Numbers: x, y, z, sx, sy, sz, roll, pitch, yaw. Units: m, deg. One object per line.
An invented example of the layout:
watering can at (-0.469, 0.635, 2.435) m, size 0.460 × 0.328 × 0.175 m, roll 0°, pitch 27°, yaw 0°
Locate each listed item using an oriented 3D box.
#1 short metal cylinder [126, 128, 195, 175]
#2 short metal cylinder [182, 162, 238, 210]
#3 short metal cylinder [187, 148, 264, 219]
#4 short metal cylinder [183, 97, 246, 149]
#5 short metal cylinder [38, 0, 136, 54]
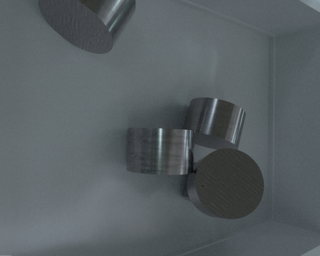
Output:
short metal cylinder at (0.001, 0.026, 0.373) m, size 0.081 × 0.080 × 0.050 m, roll 4°, pitch 88°, yaw -40°
short metal cylinder at (0.077, 0.086, 0.438) m, size 0.080 × 0.080 × 0.050 m, roll 31°, pitch 71°, yaw -36°
short metal cylinder at (0.077, 0.068, 0.376) m, size 0.081 × 0.050 × 0.080 m, roll 2°, pitch 75°, yaw -6°
short metal cylinder at (0.075, -0.004, 0.436) m, size 0.080 × 0.080 × 0.050 m, roll 26°, pitch 74°, yaw -37°
short metal cylinder at (-0.072, -0.121, 0.312) m, size 0.080 × 0.080 × 0.050 m, roll 40°, pitch 66°, yaw -33°
